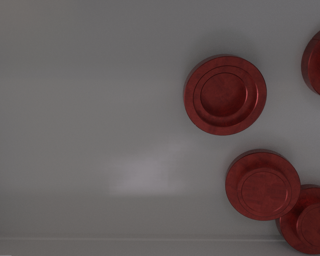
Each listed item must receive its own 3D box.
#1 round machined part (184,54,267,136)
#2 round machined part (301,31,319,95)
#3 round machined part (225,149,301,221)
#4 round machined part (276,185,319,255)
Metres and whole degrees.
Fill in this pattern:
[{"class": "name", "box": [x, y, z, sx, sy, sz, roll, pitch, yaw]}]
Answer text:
[{"class": "round machined part", "box": [0.078, -0.043, 0.387, 0.099, 0.042, 0.097, 0, 110, 0]}, {"class": "round machined part", "box": [0.229, -0.079, 0.375, 0.099, 0.042, 0.097, 0, 110, 0]}, {"class": "round machined part", "box": [0.139, 0.080, 0.419, 0.098, 0.042, 0.097, 2, 99, 11]}, {"class": "round machined part", "box": [0.220, 0.133, 0.439, 0.099, 0.042, 0.097, 0, 93, 1]}]
